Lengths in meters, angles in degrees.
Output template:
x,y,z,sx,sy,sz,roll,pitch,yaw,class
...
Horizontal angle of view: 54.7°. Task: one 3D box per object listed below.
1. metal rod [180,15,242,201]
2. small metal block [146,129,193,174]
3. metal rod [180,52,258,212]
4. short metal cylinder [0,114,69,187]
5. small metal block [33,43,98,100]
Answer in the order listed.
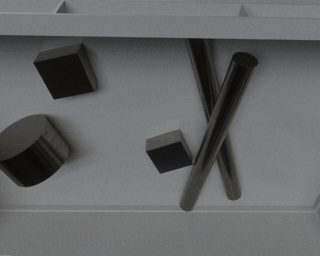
x,y,z,sx,sy,sz,roll,pitch,yaw,class
0.076,-0.001,0.409,0.025,0.025,0.299,-13,129,10,metal rod
0.014,0.034,0.438,0.050,0.025,0.050,-18,128,14,small metal block
0.064,0.032,0.409,0.025,0.025,0.298,5,138,-5,metal rod
-0.166,0.028,0.394,0.080,0.080,0.050,-16,129,13,short metal cylinder
-0.106,-0.064,0.353,0.050,0.025,0.050,-10,130,8,small metal block
